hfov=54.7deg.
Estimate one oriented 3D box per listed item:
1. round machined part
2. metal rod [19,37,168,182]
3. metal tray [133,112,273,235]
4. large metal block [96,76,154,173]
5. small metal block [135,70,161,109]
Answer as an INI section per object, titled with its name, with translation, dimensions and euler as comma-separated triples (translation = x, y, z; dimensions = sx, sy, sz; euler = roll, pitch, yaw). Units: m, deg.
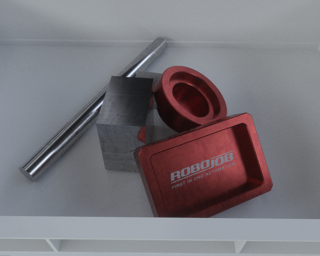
[round machined part]
translation = 0.035, -0.031, 0.403
dimensions = 0.099, 0.042, 0.098
euler = 19, 47, -22
[metal rod]
translation = -0.076, -0.044, 0.440
dimensions = 0.025, 0.025, 0.301
euler = 25, 54, 19
[metal tray]
translation = 0.048, 0.045, 0.332
dimensions = 0.131, 0.030, 0.090
euler = -18, 93, -15
[large metal block]
translation = -0.037, -0.004, 0.369
dimensions = 0.050, 0.080, 0.080
euler = 4, 47, 3
[small metal block]
translation = -0.013, -0.055, 0.451
dimensions = 0.050, 0.025, 0.050
euler = 9, 50, 7
